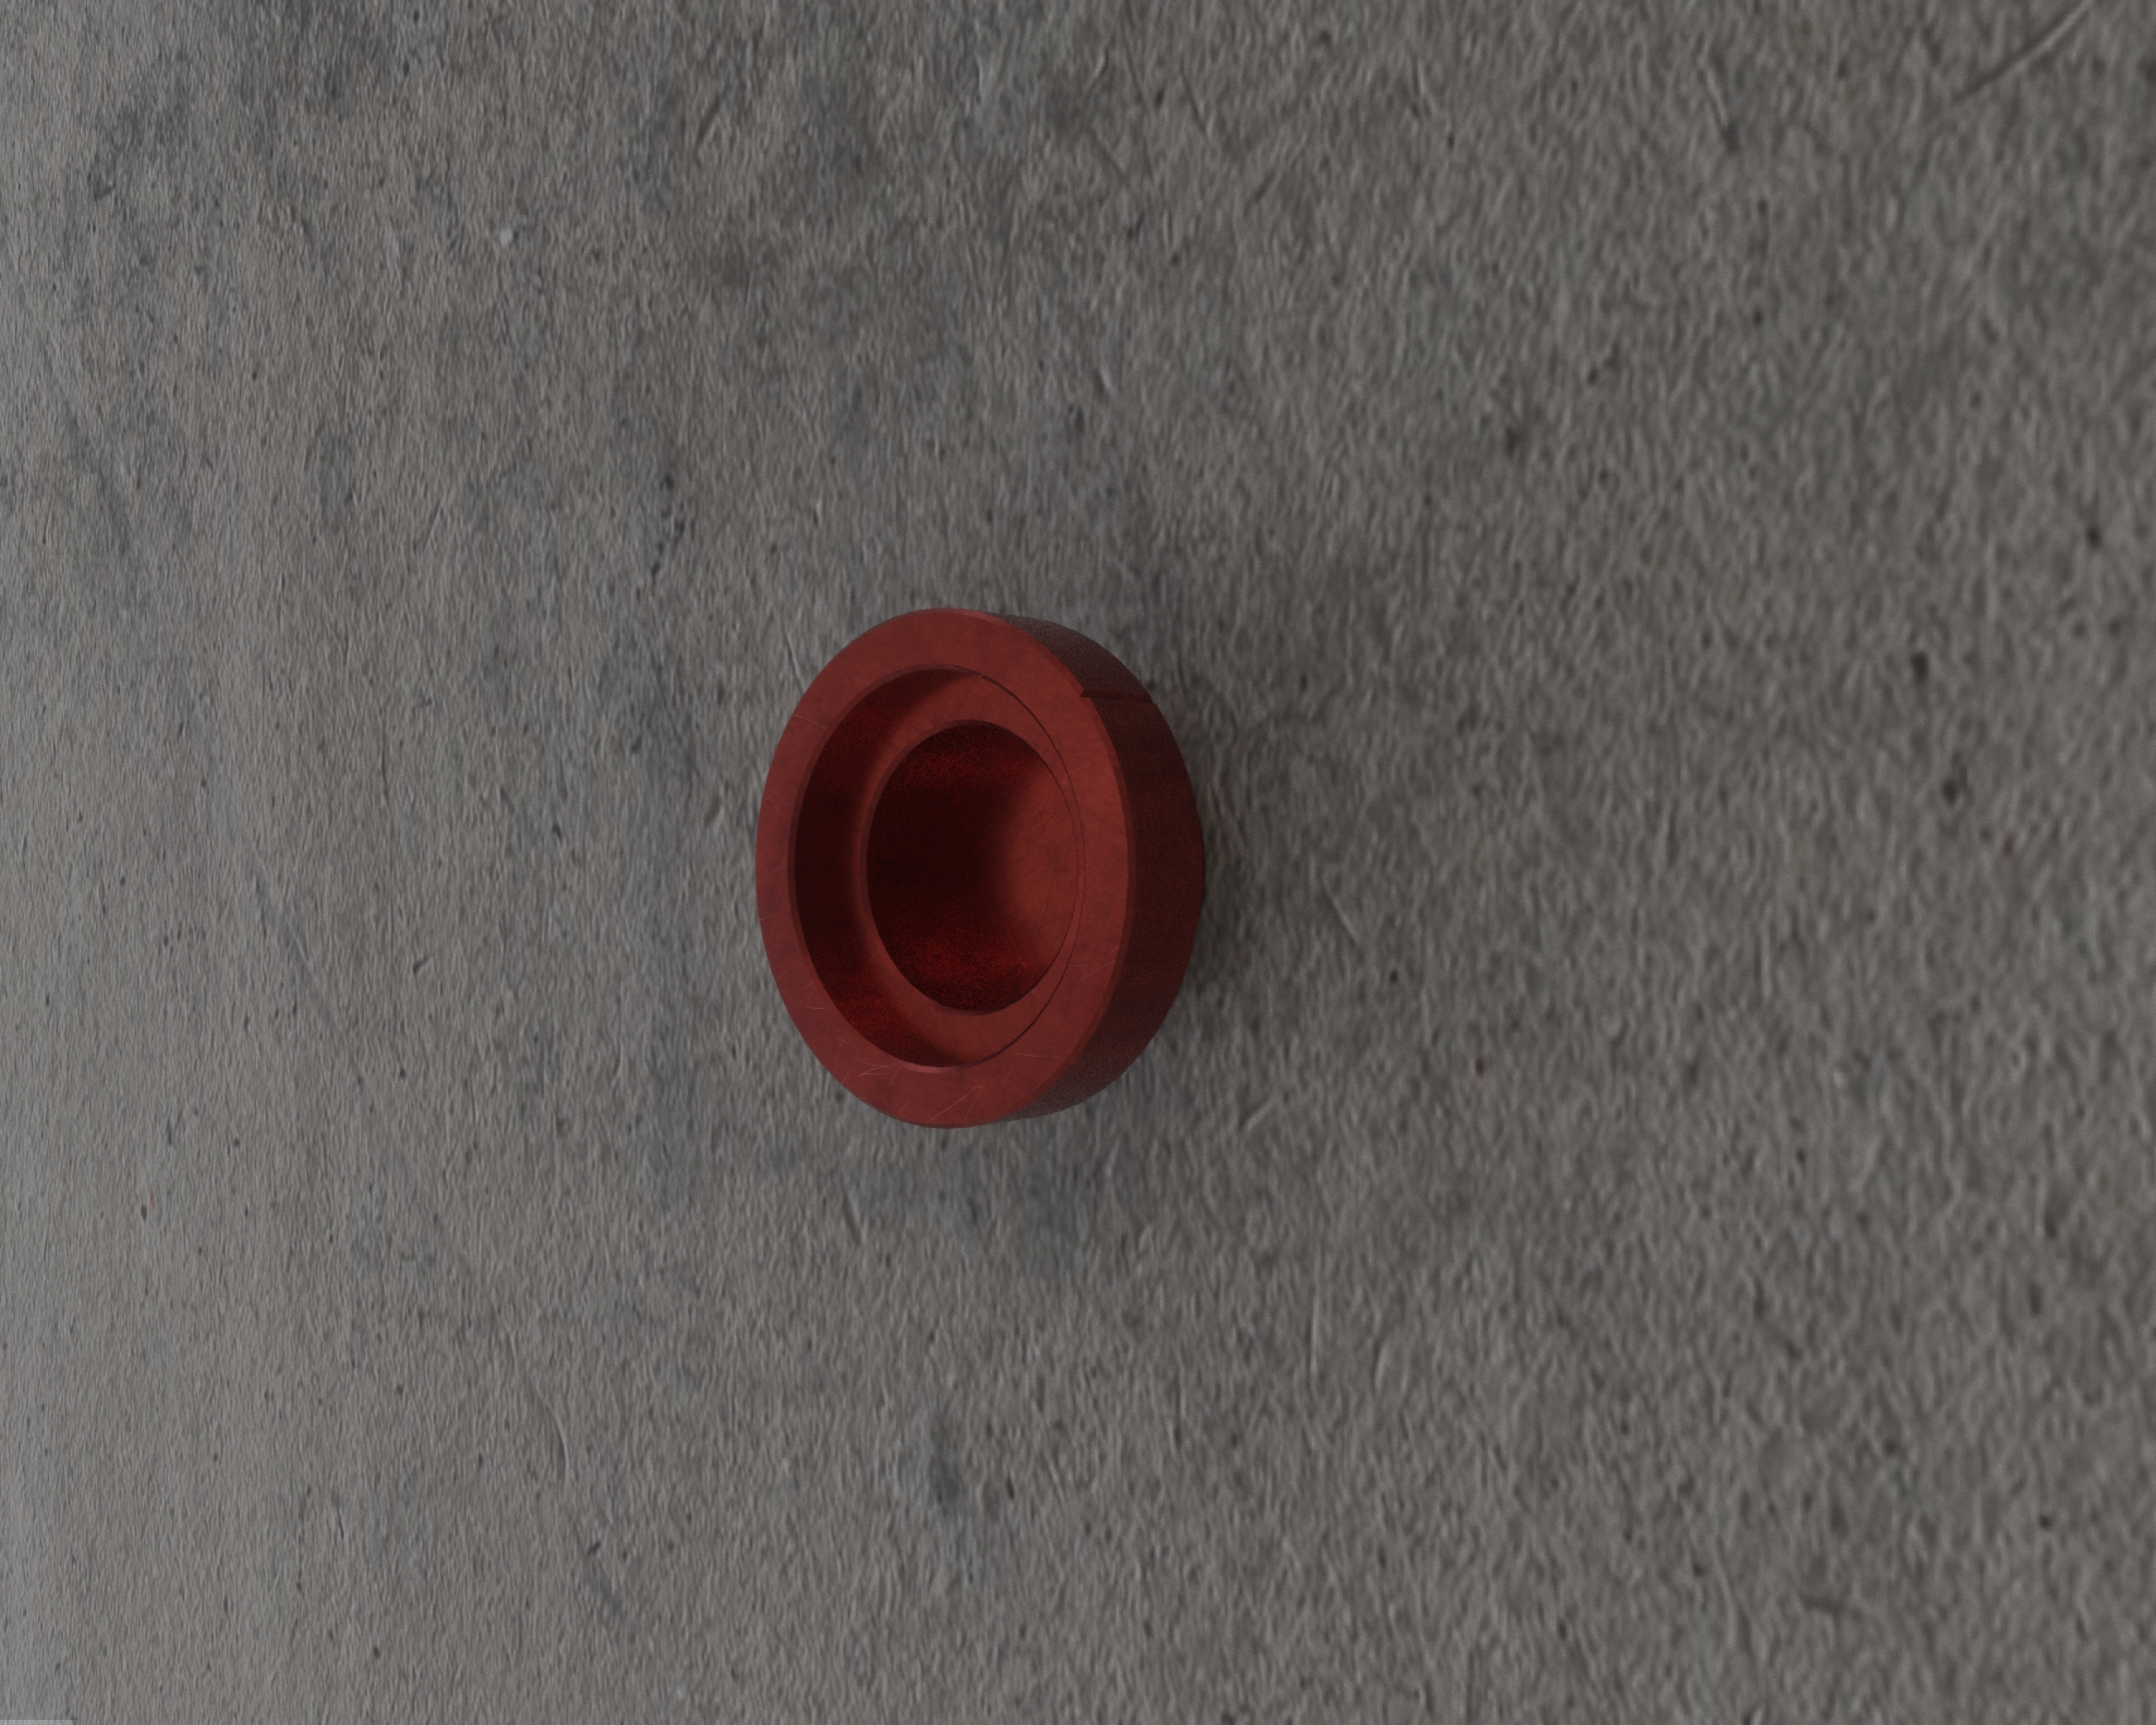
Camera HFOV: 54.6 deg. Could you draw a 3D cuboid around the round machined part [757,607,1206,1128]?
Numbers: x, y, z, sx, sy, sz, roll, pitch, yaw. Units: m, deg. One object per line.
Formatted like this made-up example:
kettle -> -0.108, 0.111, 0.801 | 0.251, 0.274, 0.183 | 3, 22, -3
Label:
round machined part -> -0.014, 0.001, 0.407 | 0.098, 0.042, 0.097 | 0, 90, 40
